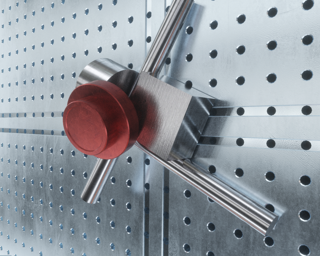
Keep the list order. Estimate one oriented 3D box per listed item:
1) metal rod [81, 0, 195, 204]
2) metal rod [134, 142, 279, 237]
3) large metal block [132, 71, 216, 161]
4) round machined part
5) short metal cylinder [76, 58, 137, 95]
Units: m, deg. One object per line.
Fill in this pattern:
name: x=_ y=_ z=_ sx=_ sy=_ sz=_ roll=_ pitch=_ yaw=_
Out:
metal rod: x=-0.035 y=-0.031 z=0.410 sx=0.025 sy=0.025 sz=0.298 roll=34 pitch=104 yaw=34
metal rod: x=0.008 y=0.036 z=0.400 sx=0.300 sy=0.025 sz=0.025 roll=31 pitch=109 yaw=35
large metal block: x=0.009 y=-0.016 z=0.380 sx=0.080 sy=0.050 sz=0.079 roll=32 pitch=110 yaw=35
round machined part: x=-0.078 y=-0.005 z=0.375 sx=0.098 sy=0.042 sz=0.097 roll=13 pitch=116 yaw=28
short metal cylinder: x=-0.067 y=-0.050 z=0.426 sx=0.050 sy=0.081 sz=0.079 roll=31 pitch=109 yaw=35
